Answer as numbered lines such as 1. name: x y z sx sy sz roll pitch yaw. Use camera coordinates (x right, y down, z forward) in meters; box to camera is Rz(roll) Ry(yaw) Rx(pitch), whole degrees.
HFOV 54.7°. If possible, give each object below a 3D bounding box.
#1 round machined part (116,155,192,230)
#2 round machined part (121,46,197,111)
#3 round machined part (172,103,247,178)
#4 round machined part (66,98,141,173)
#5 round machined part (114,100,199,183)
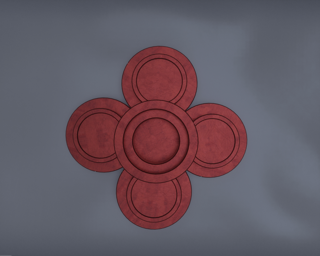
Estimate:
1. round machined part: -0.008 0.083 0.401 0.099 0.042 0.097 0 88 -1
2. round machined part: -0.001 -0.058 0.400 0.099 0.042 0.097 0 90 0
3. round machined part: 0.064 0.016 0.401 0.099 0.042 0.097 0 90 0
4. round machined part: -0.073 0.009 0.400 0.099 0.042 0.097 0 90 0
5. round machined part: -0.004 0.015 0.380 0.099 0.042 0.097 0 90 0
